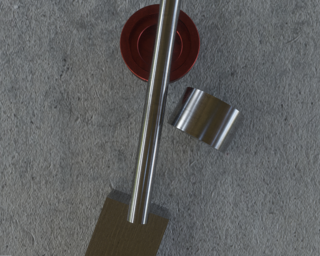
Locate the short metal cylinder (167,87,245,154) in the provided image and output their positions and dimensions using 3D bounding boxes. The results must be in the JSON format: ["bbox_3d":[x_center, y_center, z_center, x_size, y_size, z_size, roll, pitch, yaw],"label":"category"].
[{"bbox_3d":[0.056,-0.009,0.383,0.080,0.080,0.050,29,90,0],"label":"short metal cylinder"}]

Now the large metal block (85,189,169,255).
[{"bbox_3d":[-0.040,0.134,0.397,0.080,0.050,0.080,20,90,0],"label":"large metal block"}]

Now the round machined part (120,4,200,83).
[{"bbox_3d":[0.000,-0.104,0.401,0.099,0.042,0.097,0,90,0],"label":"round machined part"}]

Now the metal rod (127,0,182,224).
[{"bbox_3d":[-0.004,-0.040,0.364,0.025,0.025,0.298,9,88,0],"label":"metal rod"}]
